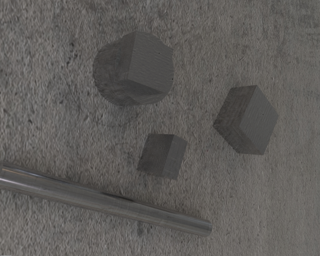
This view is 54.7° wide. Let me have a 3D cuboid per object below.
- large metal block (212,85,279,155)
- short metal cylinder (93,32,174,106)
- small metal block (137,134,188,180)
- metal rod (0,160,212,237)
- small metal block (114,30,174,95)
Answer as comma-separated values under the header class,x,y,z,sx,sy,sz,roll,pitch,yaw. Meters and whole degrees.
class,x,y,z,sx,sy,sz,roll,pitch,yaw
large metal block,0.142,-0.012,0.507,0.080,0.050,0.080,43,64,-32
short metal cylinder,-0.030,-0.066,0.363,0.081,0.050,0.080,0,90,-40
small metal block,0.002,0.035,0.390,0.025,0.050,0.050,29,72,-37
metal rod,-0.040,0.095,0.371,0.301,0.025,0.025,27,73,-37
small metal block,-0.016,-0.066,0.326,0.050,0.025,0.050,16,80,-39
